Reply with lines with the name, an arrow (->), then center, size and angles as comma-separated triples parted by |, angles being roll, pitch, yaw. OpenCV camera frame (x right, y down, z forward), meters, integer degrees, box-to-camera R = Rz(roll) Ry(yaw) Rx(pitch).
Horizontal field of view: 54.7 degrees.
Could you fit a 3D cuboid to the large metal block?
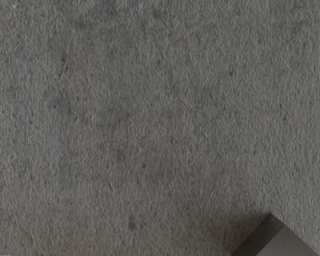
large metal block -> 0.154, 0.173, 0.400 | 0.080, 0.050, 0.080 | 43, 90, -1
